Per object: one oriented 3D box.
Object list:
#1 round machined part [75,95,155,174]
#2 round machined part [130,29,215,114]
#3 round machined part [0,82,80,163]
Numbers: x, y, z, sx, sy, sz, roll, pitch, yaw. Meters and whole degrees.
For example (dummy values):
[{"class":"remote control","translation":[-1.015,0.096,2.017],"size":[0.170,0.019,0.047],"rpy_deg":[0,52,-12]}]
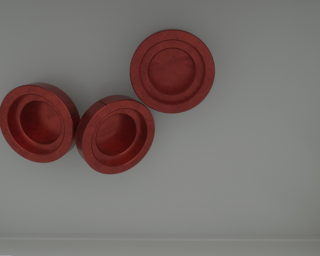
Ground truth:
[{"class":"round machined part","translation":[-0.059,0.005,0.387],"size":[0.099,0.042,0.097],"rpy_deg":[-17,120,-31]},{"class":"round machined part","translation":[0.014,-0.070,0.377],"size":[0.099,0.042,0.097],"rpy_deg":[0,110,-1]},{"class":"round machined part","translation":[-0.145,-0.009,0.390],"size":[0.098,0.042,0.097],"rpy_deg":[3,107,11]}]
